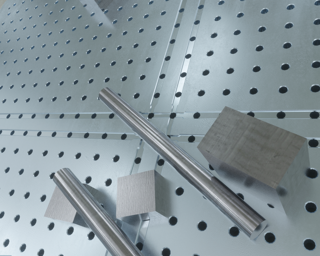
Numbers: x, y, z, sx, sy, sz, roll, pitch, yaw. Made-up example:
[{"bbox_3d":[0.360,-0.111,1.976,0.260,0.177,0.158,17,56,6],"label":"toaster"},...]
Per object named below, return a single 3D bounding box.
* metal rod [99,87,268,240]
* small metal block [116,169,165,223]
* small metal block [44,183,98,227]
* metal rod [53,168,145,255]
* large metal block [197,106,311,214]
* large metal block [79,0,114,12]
[{"bbox_3d":[0.005,0.023,0.391,0.025,0.025,0.300,-47,51,-4],"label":"metal rod"},{"bbox_3d":[-0.023,0.082,0.370,0.050,0.025,0.050,-15,55,19],"label":"small metal block"},{"bbox_3d":[-0.117,0.099,0.409,0.050,0.025,0.050,1,62,29],"label":"small metal block"},{"bbox_3d":[-0.027,0.139,0.319,0.300,0.025,0.025,38,83,33],"label":"metal rod"},{"bbox_3d":[0.094,0.032,0.304,0.080,0.080,0.050,28,77,37],"label":"large metal block"},{"bbox_3d":[-0.128,-0.296,0.642,0.080,0.050,0.080,33,80,38],"label":"large metal block"}]
